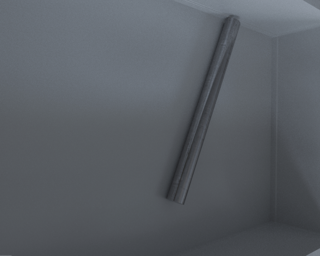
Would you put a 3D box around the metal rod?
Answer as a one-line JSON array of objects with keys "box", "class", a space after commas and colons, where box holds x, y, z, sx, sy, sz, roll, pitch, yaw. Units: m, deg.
[{"box": [0.070, -0.035, 0.463, 0.025, 0.025, 0.299, 31, 71, -36], "class": "metal rod"}]
